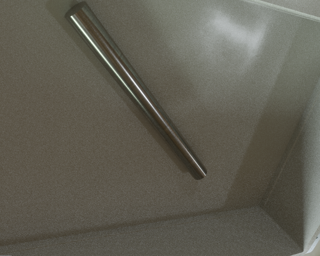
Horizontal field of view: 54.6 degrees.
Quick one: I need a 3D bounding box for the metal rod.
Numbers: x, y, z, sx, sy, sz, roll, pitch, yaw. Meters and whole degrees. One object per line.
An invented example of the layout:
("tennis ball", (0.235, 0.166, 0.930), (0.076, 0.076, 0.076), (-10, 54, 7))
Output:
("metal rod", (-0.009, -0.021, 0.389), (0.025, 0.025, 0.300), (-39, 129, -2))
